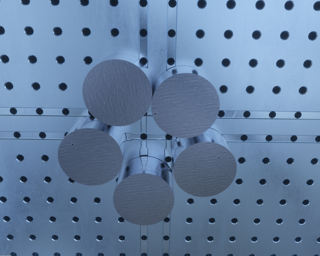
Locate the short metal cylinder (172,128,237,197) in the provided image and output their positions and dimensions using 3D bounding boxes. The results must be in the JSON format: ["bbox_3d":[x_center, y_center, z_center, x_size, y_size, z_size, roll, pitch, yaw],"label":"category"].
[{"bbox_3d":[0.057,0.045,0.416,0.081,0.050,0.079,0,112,0],"label":"short metal cylinder"}]

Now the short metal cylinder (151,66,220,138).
[{"bbox_3d":[0.030,-0.034,0.387,0.081,0.050,0.079,0,110,0],"label":"short metal cylinder"}]

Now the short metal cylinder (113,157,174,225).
[{"bbox_3d":[-0.021,0.086,0.430,0.081,0.050,0.079,0,110,0],"label":"short metal cylinder"}]

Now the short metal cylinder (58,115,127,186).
[{"bbox_3d":[-0.087,0.029,0.409,0.081,0.050,0.079,0,111,0],"label":"short metal cylinder"}]

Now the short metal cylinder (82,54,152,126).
[{"bbox_3d":[-0.049,-0.048,0.381,0.081,0.050,0.079,0,110,-1],"label":"short metal cylinder"}]
